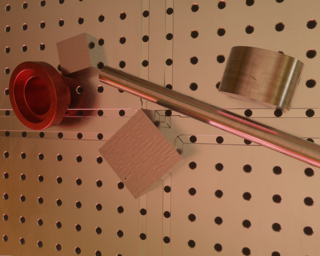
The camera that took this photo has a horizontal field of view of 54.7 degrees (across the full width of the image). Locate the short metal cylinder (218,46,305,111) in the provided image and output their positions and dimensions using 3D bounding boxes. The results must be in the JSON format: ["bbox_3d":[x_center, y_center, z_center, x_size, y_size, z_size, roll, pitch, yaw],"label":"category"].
[{"bbox_3d":[0.111,-0.054,0.344,0.080,0.080,0.050,18,96,18],"label":"short metal cylinder"}]

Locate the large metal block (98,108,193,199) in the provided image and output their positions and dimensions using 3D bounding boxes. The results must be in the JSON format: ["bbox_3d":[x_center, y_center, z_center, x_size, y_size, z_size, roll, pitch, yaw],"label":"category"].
[{"bbox_3d":[-0.018,0.032,0.405,0.080,0.050,0.080,-43,77,14],"label":"large metal block"}]

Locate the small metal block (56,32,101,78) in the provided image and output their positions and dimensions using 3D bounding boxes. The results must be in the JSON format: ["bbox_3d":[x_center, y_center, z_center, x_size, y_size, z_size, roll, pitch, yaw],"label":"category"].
[{"bbox_3d":[-0.119,-0.105,0.453,0.050,0.025,0.050,-13,86,19],"label":"small metal block"}]

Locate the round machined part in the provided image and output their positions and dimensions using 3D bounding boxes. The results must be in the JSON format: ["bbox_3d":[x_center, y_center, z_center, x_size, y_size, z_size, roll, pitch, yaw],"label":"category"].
[{"bbox_3d":[-0.171,-0.048,0.454,0.098,0.042,0.097,7,104,28],"label":"round machined part"}]

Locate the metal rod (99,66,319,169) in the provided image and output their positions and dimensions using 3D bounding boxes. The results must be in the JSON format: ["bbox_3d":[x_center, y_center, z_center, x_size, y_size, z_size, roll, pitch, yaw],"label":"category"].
[{"bbox_3d":[0.053,-0.021,0.393,0.301,0.025,0.025,23,98,18],"label":"metal rod"}]
